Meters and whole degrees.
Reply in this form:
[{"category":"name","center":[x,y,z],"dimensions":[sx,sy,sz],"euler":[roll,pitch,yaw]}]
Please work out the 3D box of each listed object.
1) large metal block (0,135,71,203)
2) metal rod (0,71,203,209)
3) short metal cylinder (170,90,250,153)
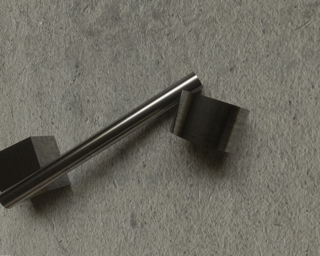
[{"category":"large metal block","center":[-0.193,0.063,0.462],"dimensions":[0.080,0.050,0.080],"euler":[-23,83,18]},{"category":"metal rod","center":[-0.079,0.018,0.403],"dimensions":[0.301,0.025,0.025],"euler":[-32,80,4]},{"category":"short metal cylinder","center":[0.057,-0.008,0.359],"dimensions":[0.080,0.080,0.050],"euler":[20,97,18]}]
